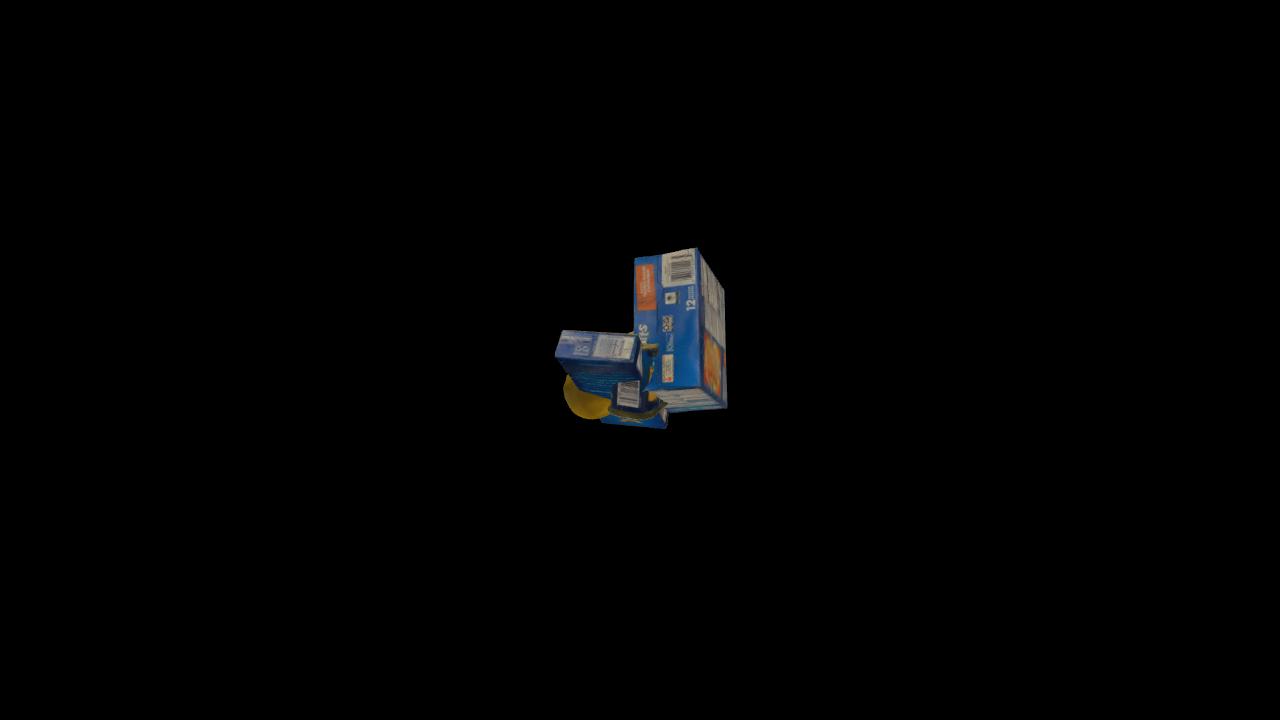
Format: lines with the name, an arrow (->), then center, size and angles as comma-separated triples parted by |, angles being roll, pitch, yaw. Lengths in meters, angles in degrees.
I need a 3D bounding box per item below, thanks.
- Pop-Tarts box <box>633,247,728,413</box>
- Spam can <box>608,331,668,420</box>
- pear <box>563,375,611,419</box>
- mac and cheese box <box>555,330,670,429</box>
Pop-Tarts box -> 0.052, -0.030, 0.760 | 0.083, 0.167, 0.141 | -5, -16, 20
Spam can -> 0.003, 0.014, 0.730 | 0.058, 0.085, 0.101 | 8, 16, 18
pear -> -0.040, 0.039, 0.762 | 0.111, 0.080, 0.080 | 3, 2, 39
mac and cheese box -> -0.026, 0.028, 0.741 | 0.093, 0.041, 0.184 | 3, -28, 16
